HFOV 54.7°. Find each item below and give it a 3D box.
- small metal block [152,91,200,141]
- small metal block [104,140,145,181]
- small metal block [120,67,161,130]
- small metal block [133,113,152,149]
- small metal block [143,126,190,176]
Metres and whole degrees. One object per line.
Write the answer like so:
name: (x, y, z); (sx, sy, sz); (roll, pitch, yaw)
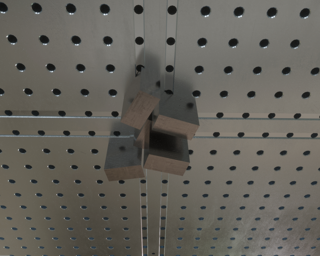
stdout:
small metal block: (0.018, -0.016, 0.382); (0.050, 0.050, 0.025); (15, 128, -13)
small metal block: (-0.047, 0.045, 0.433); (0.050, 0.050, 0.025); (-7, 130, 6)
small metal block: (-0.023, -0.035, 0.365); (0.025, 0.050, 0.050); (23, 126, -18)
small metal block: (-0.003, 0.006, 0.417); (0.050, 0.025, 0.050); (18, 128, -16)
small metal block: (0.007, 0.029, 0.387); (0.050, 0.050, 0.025); (13, 129, -12)
